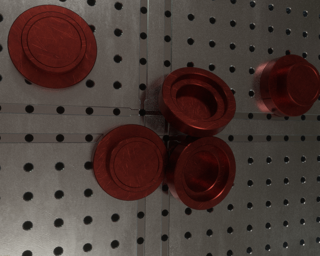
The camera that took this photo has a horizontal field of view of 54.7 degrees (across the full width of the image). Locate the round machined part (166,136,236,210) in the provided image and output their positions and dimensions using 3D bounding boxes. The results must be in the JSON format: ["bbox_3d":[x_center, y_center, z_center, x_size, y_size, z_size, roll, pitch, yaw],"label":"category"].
[{"bbox_3d":[0.051,0.057,0.419,0.099,0.042,0.097,-3,96,-28],"label":"round machined part"}]

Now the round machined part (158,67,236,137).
[{"bbox_3d":[0.045,-0.030,0.407,0.099,0.042,0.098,8,57,-12],"label":"round machined part"}]

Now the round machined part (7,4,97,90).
[{"bbox_3d":[-0.122,-0.094,0.359,0.099,0.042,0.097,0,90,-21],"label":"round machined part"}]

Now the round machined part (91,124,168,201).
[{"bbox_3d":[-0.035,0.044,0.392,0.099,0.042,0.097,0,90,-20],"label":"round machined part"}]

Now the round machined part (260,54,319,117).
[{"bbox_3d":[0.210,-0.066,0.483,0.099,0.042,0.097,0,90,-21],"label":"round machined part"}]
